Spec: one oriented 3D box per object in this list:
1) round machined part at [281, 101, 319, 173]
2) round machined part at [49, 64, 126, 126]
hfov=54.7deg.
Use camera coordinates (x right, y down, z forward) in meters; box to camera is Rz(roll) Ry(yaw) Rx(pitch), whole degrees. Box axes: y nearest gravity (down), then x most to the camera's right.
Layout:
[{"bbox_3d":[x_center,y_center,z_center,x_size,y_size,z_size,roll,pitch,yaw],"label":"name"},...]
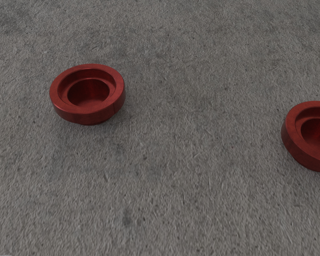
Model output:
[{"bbox_3d":[0.199,0.015,0.380,0.099,0.042,0.098,0,50,0],"label":"round machined part"},{"bbox_3d":[-0.096,-0.042,0.426,0.099,0.042,0.098,0,50,0],"label":"round machined part"}]
